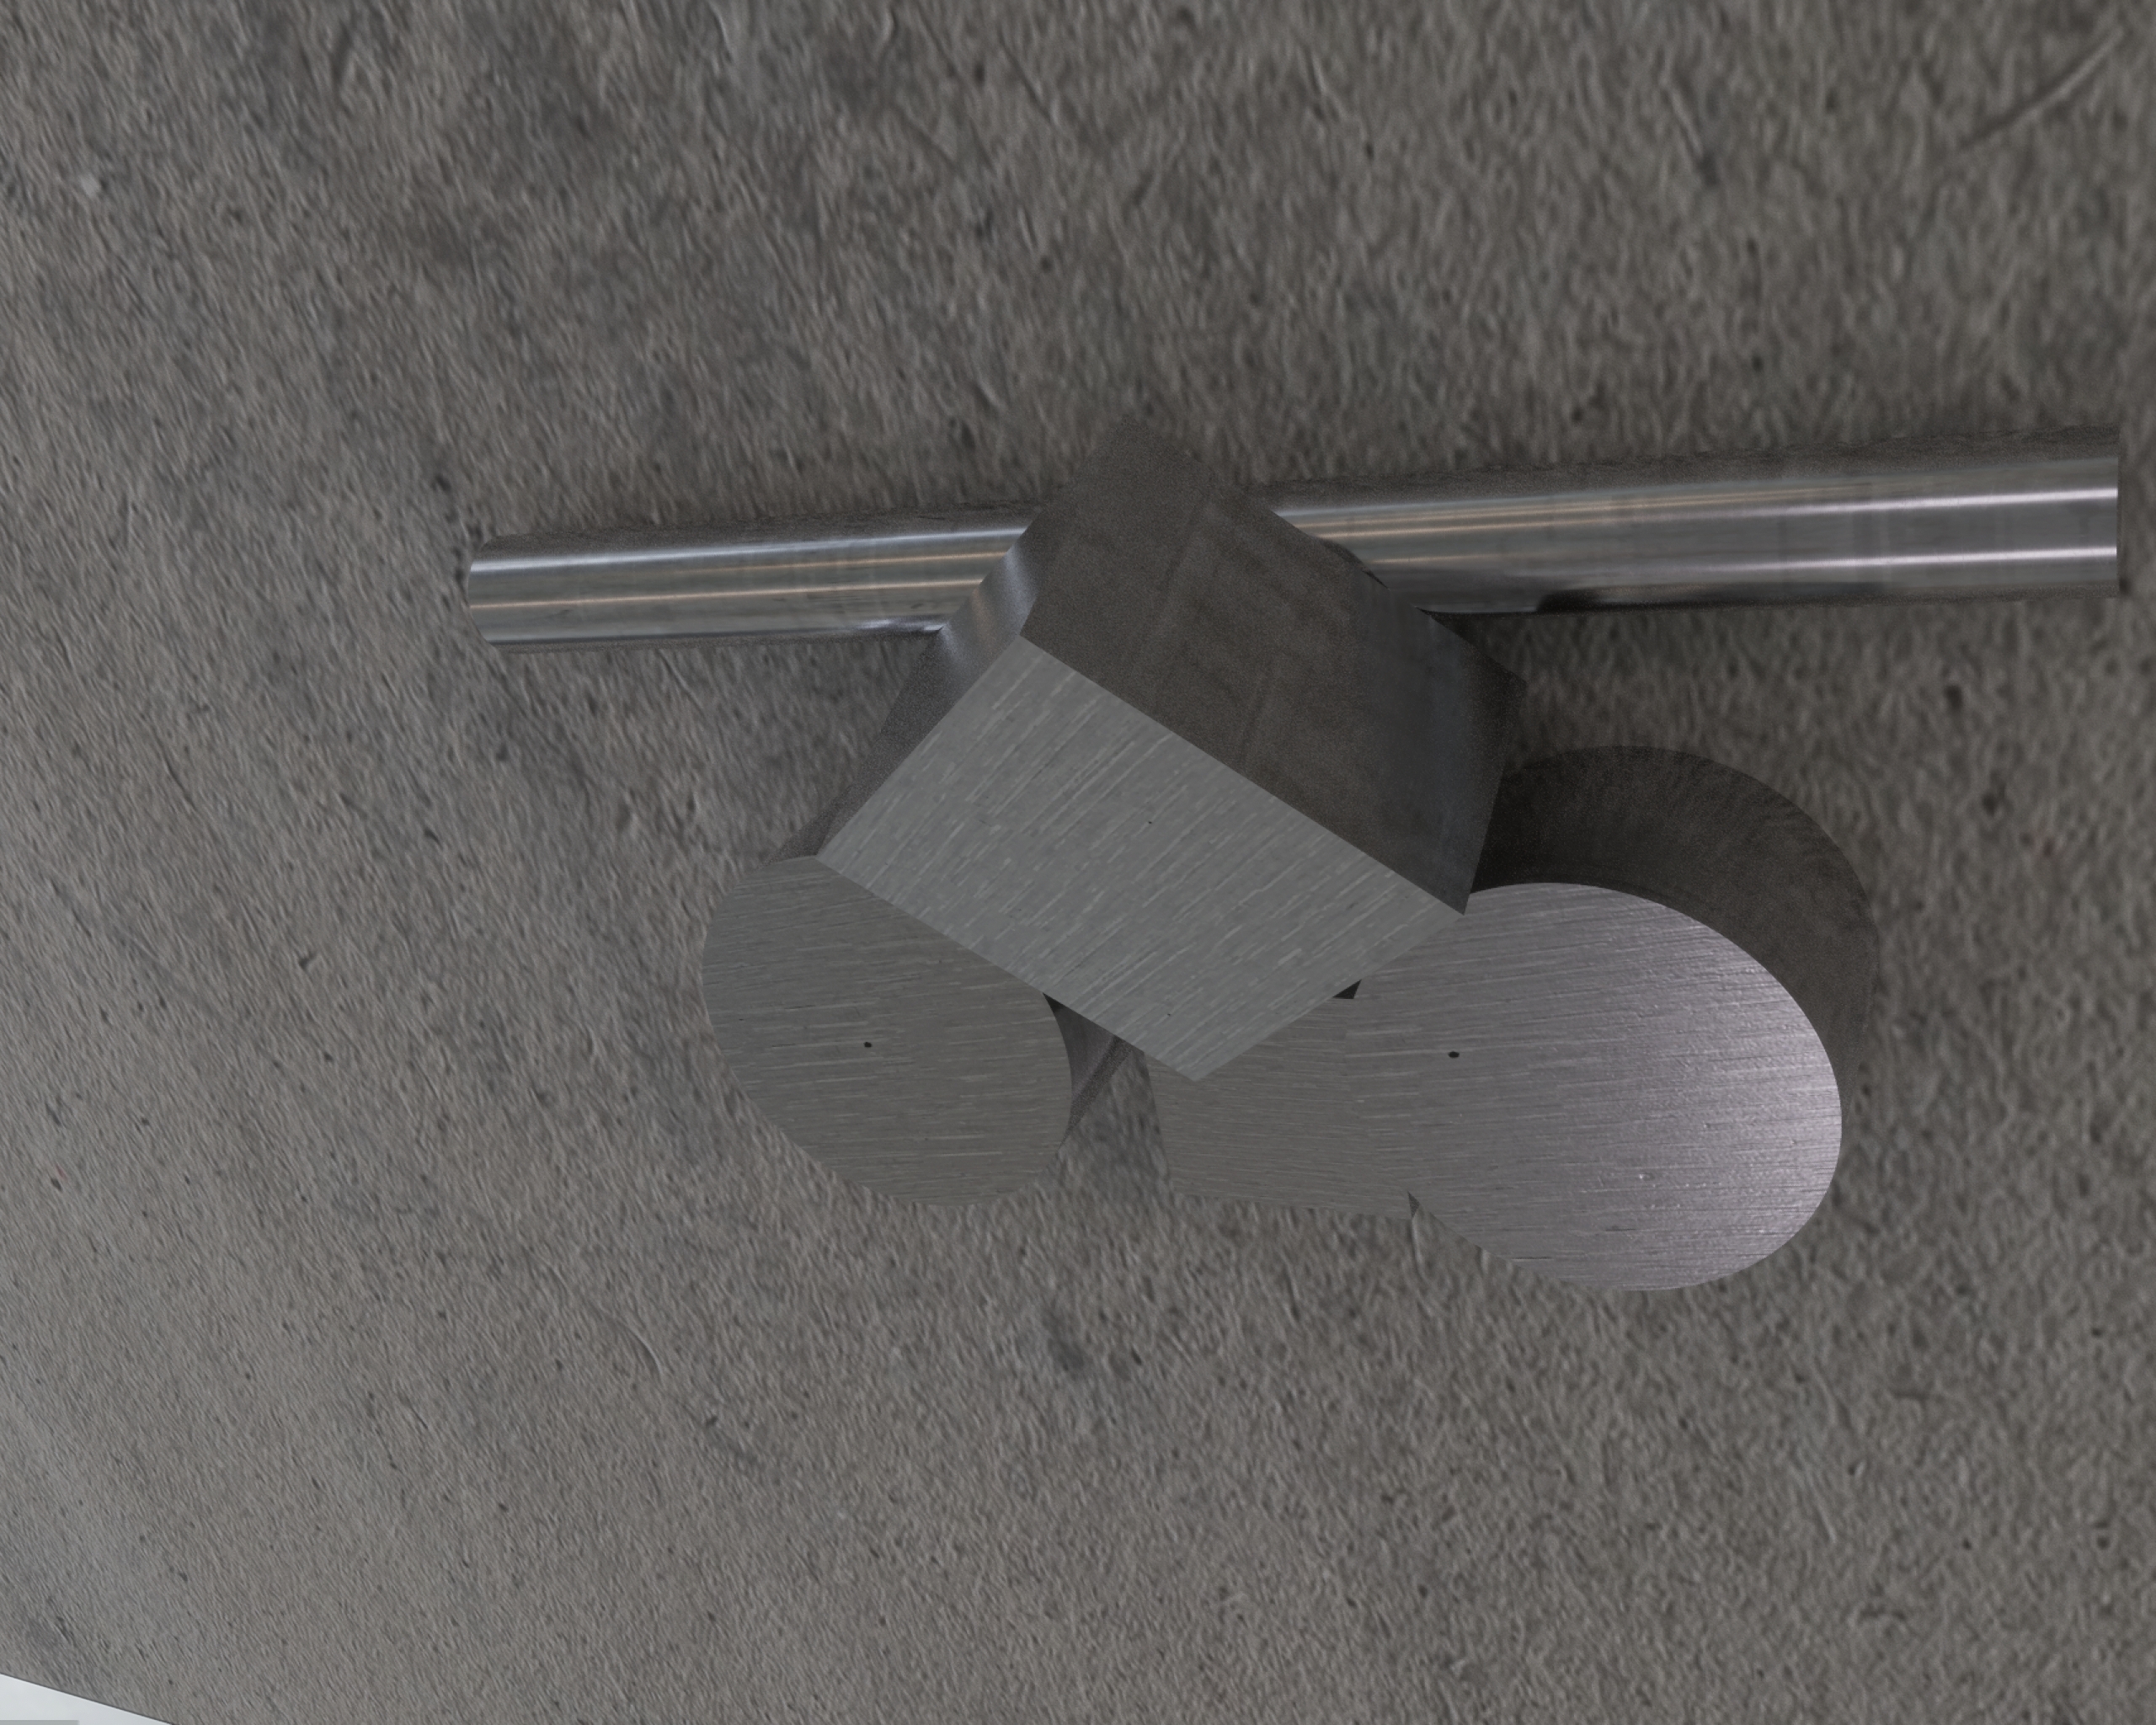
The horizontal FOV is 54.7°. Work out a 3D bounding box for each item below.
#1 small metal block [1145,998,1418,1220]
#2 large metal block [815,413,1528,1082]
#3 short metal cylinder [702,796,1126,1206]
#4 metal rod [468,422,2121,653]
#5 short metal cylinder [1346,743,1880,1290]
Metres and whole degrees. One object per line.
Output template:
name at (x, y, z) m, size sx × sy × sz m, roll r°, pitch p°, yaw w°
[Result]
small metal block at (0.042, 0.040, 0.412) m, size 0.050 × 0.025 × 0.050 m, roll 2°, pitch 120°, yaw 27°
large metal block at (0.014, -0.015, 0.352) m, size 0.080 × 0.050 × 0.080 m, roll 31°, pitch 144°, yaw -13°
short metal cylinder at (-0.027, 0.022, 0.419) m, size 0.080 × 0.050 × 0.079 m, roll 13°, pitch 124°, yaw 21°
metal rod at (0.015, -0.053, 0.367) m, size 0.300 × 0.025 × 0.025 m, roll 1°, pitch 119°, yaw 27°
short metal cylinder at (0.093, 0.026, 0.359) m, size 0.080 × 0.050 × 0.079 m, roll 13°, pitch 124°, yaw 21°
